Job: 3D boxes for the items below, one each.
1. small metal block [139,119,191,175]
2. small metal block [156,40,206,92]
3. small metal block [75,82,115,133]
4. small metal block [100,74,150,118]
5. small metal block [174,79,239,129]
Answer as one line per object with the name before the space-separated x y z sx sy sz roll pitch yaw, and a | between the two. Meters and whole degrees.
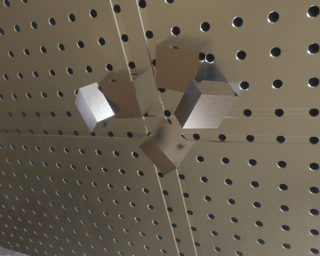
small metal block | 0.008 0.025 0.407 0.050 0.050 0.025 49 129 -6
small metal block | 0.023 -0.070 0.356 0.050 0.025 0.050 14 124 20
small metal block | -0.090 -0.027 0.423 0.050 0.025 0.050 60 153 5
small metal block | -0.046 -0.042 0.410 0.050 0.025 0.050 2 120 27
small metal block | 0.051 -0.026 0.350 0.025 0.050 0.050 64 141 38
